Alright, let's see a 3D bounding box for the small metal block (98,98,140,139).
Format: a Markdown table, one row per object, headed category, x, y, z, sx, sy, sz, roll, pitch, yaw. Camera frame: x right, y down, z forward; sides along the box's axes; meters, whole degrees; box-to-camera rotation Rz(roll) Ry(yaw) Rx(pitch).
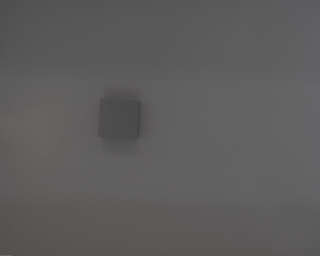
| category | x | y | z | sx | sy | sz | roll | pitch | yaw |
| --- | --- | --- | --- | --- | --- | --- | --- | --- | --- |
| small metal block | -0.053 | -0.012 | 0.411 | 0.050 | 0.025 | 0.050 | 3 | 90 | 0 |
